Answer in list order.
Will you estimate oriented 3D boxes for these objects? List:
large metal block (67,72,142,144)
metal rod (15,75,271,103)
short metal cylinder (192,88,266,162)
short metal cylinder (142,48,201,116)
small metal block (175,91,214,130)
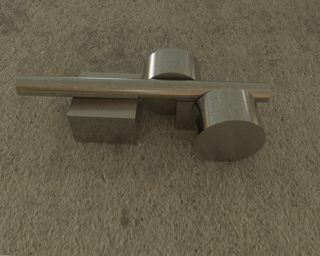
[{"bbox_3d":[-0.067,-0.027,0.407,0.081,0.050,0.080,3,50,1],"label":"large metal block"},{"bbox_3d":[-0.019,-0.048,0.378,0.302,0.025,0.025,2,50,-1],"label":"metal rod"},{"bbox_3d":[0.080,-0.002,0.371,0.081,0.080,0.050,0,50,-1],"label":"short metal cylinder"},{"bbox_3d":[0.016,-0.061,0.421,0.081,0.080,0.050,2,50,1],"label":"short metal cylinder"},{"bbox_3d":[0.046,-0.022,0.406,0.050,0.050,0.025,1,50,0],"label":"small metal block"}]
